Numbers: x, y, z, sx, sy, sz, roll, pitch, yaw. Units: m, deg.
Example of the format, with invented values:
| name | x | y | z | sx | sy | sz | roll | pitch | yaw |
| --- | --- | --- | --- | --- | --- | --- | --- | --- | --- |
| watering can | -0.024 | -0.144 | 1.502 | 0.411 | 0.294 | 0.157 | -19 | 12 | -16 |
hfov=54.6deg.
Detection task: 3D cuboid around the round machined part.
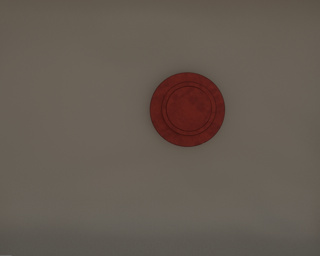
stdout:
| name | x | y | z | sx | sy | sz | roll | pitch | yaw |
| --- | --- | --- | --- | --- | --- | --- | --- | --- | --- |
| round machined part | 0.036 | -0.024 | 0.403 | 0.099 | 0.042 | 0.097 | 0 | 90 | 0 |
